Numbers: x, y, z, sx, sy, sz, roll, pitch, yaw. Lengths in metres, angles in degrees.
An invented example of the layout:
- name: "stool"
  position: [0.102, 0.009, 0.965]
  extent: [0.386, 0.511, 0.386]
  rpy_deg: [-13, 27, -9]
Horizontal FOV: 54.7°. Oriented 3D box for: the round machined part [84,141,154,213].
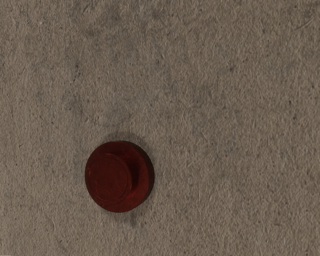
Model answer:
- name: "round machined part"
  position: [-0.061, 0.067, 0.420]
  extent: [0.098, 0.042, 0.097]
  rpy_deg: [0, 90, 19]
